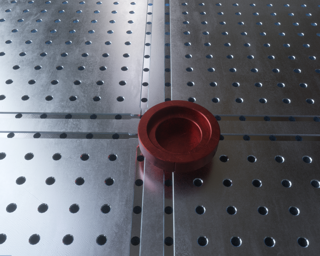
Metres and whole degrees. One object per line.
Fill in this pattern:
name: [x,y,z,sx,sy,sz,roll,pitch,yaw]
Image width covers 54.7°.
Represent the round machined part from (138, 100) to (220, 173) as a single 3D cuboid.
round machined part: [0.023,0.014,0.385,0.099,0.042,0.098,0,50,0]
